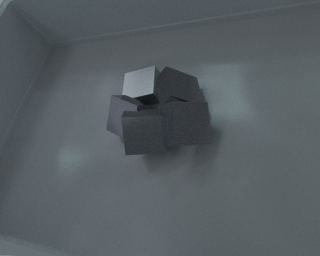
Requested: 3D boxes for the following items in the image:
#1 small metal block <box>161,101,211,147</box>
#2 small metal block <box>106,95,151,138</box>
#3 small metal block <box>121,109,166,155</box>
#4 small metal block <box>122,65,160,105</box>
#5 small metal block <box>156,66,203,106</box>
[{"bbox_3d":[0.030,-0.004,0.361,0.025,0.050,0.050,-11,82,58],"label":"small metal block"},{"bbox_3d":[-0.043,-0.014,0.420,0.050,0.025,0.050,23,110,36],"label":"small metal block"},{"bbox_3d":[-0.019,0.005,0.383,0.050,0.050,0.025,-3,22,3],"label":"small metal block"},{"bbox_3d":[-0.026,-0.059,0.454,0.050,0.025,0.050,-10,57,22],"label":"small metal block"},{"bbox_3d":[0.025,-0.047,0.400,0.025,0.050,0.050,-46,41,42],"label":"small metal block"}]
